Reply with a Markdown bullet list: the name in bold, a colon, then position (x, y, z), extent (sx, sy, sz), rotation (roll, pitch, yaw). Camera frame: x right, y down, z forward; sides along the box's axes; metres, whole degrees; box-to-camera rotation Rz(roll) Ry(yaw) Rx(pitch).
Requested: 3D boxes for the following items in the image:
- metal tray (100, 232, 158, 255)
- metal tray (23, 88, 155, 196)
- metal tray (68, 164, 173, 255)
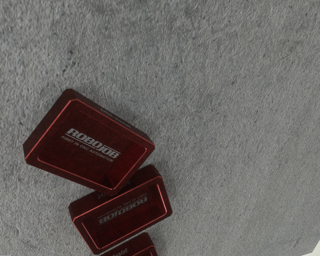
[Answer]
- **metal tray**: position (-0.065, 0.239, 0.515), extent (0.131, 0.030, 0.090), rotation (-24, 127, -14)
- **metal tray**: position (-0.080, 0.023, 0.373), extent (0.130, 0.030, 0.090), rotation (33, 100, -38)
- **metal tray**: position (-0.052, 0.118, 0.447), extent (0.131, 0.030, 0.090), rotation (-25, 128, -13)
